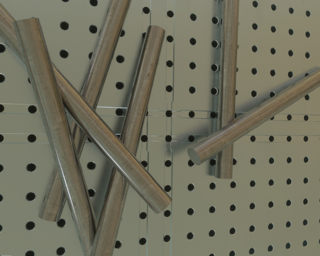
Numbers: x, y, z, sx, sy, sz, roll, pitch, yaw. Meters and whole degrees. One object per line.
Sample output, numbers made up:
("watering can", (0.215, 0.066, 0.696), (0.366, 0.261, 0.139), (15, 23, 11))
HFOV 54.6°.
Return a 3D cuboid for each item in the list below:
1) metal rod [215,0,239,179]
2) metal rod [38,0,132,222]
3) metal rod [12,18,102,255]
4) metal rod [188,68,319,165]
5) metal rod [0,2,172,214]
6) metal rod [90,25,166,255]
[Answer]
("metal rod", (0.098, -0.078, 0.447), (0.025, 0.025, 0.298), (3, 89, -20))
("metal rod", (-0.087, -0.036, 0.380), (0.025, 0.025, 0.299), (19, 84, -19))
("metal rod", (-0.103, 0.036, 0.343), (0.025, 0.025, 0.298), (-17, 108, -19))
("metal rod", (0.163, -0.030, 0.453), (0.302, 0.025, 0.025), (-29, 100, -25))
("metal rod", (-0.094, -0.024, 0.347), (0.025, 0.025, 0.300), (-41, 92, -15))
("metal rod", (-0.037, 0.014, 0.381), (0.025, 0.025, 0.299), (17, 78, -19))
